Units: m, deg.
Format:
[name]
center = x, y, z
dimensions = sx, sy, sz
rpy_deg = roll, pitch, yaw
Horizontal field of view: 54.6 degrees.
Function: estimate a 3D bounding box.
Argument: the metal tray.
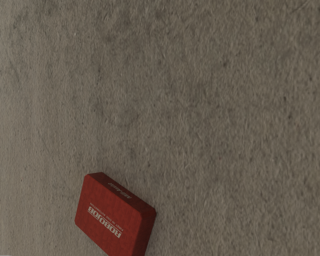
[metal tray]
center = -0.071, 0.133, 0.462
dimensions = 0.130, 0.030, 0.089
rpy_deg = 25, 106, 37
